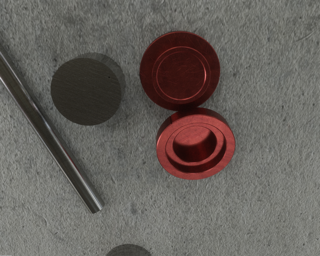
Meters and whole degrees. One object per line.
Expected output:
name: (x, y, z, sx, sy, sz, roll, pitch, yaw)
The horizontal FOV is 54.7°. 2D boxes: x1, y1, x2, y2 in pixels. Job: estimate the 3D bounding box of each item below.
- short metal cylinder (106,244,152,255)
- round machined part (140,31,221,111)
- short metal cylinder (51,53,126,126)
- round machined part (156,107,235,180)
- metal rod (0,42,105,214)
short metal cylinder: (-0.050, 0.230, 0.481, 0.081, 0.050, 0.079, 0, 110, -1)
round machined part: (0.025, -0.067, 0.377, 0.099, 0.042, 0.097, 0, 110, -1)
short metal cylinder: (-0.085, -0.049, 0.377, 0.081, 0.050, 0.079, 0, 110, -1)
round machined part: (0.044, 0.016, 0.402, 0.099, 0.042, 0.097, -2, 120, -2)
metal rod: (-0.157, -0.009, 0.404, 0.025, 0.025, 0.299, -25, 109, 8)
